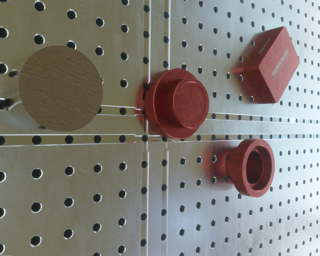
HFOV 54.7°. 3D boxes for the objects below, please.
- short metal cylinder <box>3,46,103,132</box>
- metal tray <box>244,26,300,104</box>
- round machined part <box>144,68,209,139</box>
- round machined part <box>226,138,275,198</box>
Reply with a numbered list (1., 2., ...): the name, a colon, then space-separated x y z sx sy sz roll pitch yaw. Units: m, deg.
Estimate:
1. short metal cylinder: -0.105 -0.036 0.306 0.081 0.050 0.079 0 90 -40
2. metal tray: 0.217 -0.120 0.591 0.130 0.030 0.090 -53 121 -27
3. round machined part: 0.030 -0.033 0.425 0.099 0.042 0.097 0 90 -40
4. round machined part: 0.151 0.066 0.528 0.099 0.042 0.097 0 90 -40
